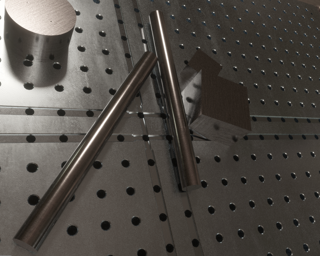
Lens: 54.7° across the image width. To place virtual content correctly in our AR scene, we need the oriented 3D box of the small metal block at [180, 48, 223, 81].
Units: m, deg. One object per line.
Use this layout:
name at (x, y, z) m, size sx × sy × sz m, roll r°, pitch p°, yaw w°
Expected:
small metal block at (0.068, -0.094, 0.504) m, size 0.050 × 0.025 × 0.050 m, roll 36°, pitch 51°, yaw -4°

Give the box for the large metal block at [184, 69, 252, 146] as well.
large metal block at (0.083, -0.028, 0.456) m, size 0.081 × 0.050 × 0.080 m, roll 17°, pitch 55°, yaw -19°

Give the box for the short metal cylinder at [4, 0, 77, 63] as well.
short metal cylinder at (-0.152, -0.130, 0.391) m, size 0.081 × 0.050 × 0.080 m, roll 14°, pitch 56°, yaw -21°

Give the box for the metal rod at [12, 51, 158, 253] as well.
metal rod at (-0.068, 0.001, 0.371) m, size 0.025 × 0.025 × 0.301 m, roll 33°, pitch 51°, yaw -7°

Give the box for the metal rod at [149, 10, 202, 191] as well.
metal rod at (0.017, -0.057, 0.453) m, size 0.025 × 0.025 × 0.299 m, roll 5°, pitch 60°, yaw -26°
